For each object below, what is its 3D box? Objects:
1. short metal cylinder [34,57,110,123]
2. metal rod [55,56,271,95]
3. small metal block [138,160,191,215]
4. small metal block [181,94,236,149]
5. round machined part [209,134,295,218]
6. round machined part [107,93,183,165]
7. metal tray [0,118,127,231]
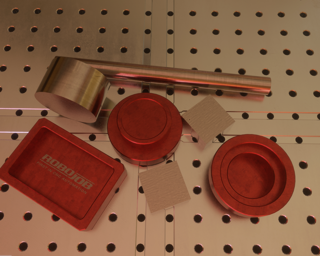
[{"bbox_3d":[-0.111,-0.047,0.399,0.080,0.080,0.050,17,71,6],"label":"short metal cylinder"},{"bbox_3d":[0.002,-0.075,0.438,0.302,0.025,0.025,6,70,2],"label":"metal rod"},{"bbox_3d":[0.005,0.074,0.385,0.050,0.025,0.050,-18,71,-7],"label":"small metal block"},{"bbox_3d":[0.063,-0.008,0.415,0.050,0.025,0.050,-36,74,-12],"label":"small metal block"},{"bbox_3d":[0.109,0.060,0.381,0.099,0.042,0.098,0,70,0],"label":"round machined part"},{"bbox_3d":[-0.020,-0.004,0.403,0.099,0.042,0.098,0,67,0],"label":"round machined part"},{"bbox_3d":[-0.119,0.056,0.387,0.130,0.030,0.090,29,73,10],"label":"metal tray"}]
